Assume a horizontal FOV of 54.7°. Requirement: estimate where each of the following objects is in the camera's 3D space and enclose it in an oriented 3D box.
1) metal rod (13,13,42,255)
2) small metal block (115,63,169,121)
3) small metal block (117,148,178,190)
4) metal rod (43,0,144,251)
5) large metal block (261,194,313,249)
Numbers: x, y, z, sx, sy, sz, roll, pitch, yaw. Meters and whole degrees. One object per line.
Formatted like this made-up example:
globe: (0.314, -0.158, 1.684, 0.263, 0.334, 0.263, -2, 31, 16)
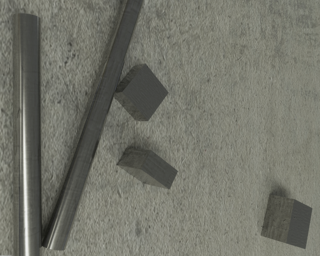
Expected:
metal rod: (-0.128, 0.043, 0.298, 0.025, 0.025, 0.298, 0, 90, -40)
small metal block: (-0.024, -0.044, 0.386, 0.050, 0.025, 0.050, 49, 61, -29)
small metal block: (-0.015, 0.049, 0.378, 0.050, 0.050, 0.025, 41, 65, -33)
metal rod: (-0.070, -0.020, 0.347, 0.025, 0.025, 0.299, 25, 74, -38)
large metal block: (0.247, 0.182, 0.600, 0.080, 0.050, 0.080, 28, 73, -37)
